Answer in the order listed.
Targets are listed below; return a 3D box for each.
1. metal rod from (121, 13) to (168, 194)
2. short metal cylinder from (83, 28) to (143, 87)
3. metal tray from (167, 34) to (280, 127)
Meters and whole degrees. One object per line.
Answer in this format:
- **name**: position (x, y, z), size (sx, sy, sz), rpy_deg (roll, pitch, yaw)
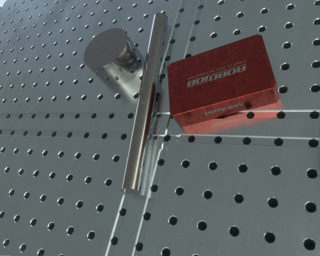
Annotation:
- **metal rod**: position (-0.017, -0.053, 0.449), size (0.025, 0.025, 0.300), rpy_deg (-6, 59, 25)
- **short metal cylinder**: position (-0.075, -0.114, 0.502), size (0.080, 0.050, 0.080), rpy_deg (-13, 56, 21)
- **metal tray**: position (0.077, -0.061, 0.402), size (0.130, 0.030, 0.090), rpy_deg (-15, 56, 19)
